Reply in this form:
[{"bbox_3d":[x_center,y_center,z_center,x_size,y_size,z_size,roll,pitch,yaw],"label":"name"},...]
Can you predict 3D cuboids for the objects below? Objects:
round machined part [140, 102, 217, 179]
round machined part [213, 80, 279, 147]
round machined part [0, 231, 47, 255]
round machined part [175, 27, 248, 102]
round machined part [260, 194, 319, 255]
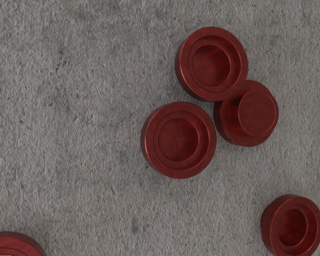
[{"bbox_3d":[0.021,0.015,0.408,0.099,0.042,0.097,0,90,-20],"label":"round machined part"},{"bbox_3d":[0.131,-0.021,0.448,0.099,0.042,0.097,0,90,-20],"label":"round machined part"},{"bbox_3d":[-0.173,0.161,0.336,0.099,0.042,0.097,0,90,-20],"label":"round machined part"},{"bbox_3d":[0.066,-0.083,0.422,0.099,0.042,0.097,1,88,-17],"label":"round machined part"},{"bbox_3d":[0.194,0.149,0.472,0.099,0.042,0.097,0,90,-20],"label":"round machined part"}]
